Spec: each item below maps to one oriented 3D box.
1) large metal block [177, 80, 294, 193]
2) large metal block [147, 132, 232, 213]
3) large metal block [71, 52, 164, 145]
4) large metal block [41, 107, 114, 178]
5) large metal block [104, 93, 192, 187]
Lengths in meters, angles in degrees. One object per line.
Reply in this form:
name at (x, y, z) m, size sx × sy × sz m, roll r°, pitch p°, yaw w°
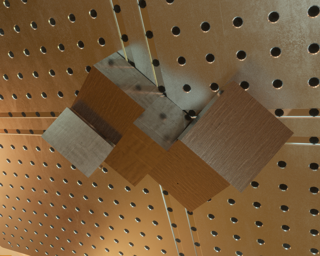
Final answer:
large metal block at (0.077, 0.009, 0.333) m, size 0.080 × 0.050 × 0.080 m, roll 41°, pitch 89°, yaw -1°
large metal block at (0.042, 0.050, 0.404) m, size 0.080 × 0.050 × 0.080 m, roll 43°, pitch 129°, yaw 1°
large metal block at (-0.056, -0.036, 0.403) m, size 0.080 × 0.050 × 0.080 m, roll 41°, pitch 131°, yaw -1°
large metal block at (-0.104, 0.018, 0.433) m, size 0.080 × 0.080 × 0.050 m, roll 41°, pitch 91°, yaw -1°
large metal block at (-0.014, 0.014, 0.392) m, size 0.050 × 0.080 × 0.080 m, roll 40°, pitch 129°, yaw -1°
